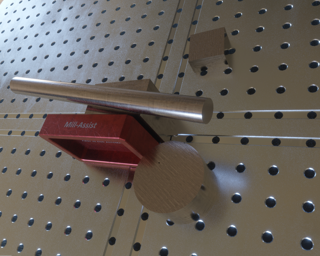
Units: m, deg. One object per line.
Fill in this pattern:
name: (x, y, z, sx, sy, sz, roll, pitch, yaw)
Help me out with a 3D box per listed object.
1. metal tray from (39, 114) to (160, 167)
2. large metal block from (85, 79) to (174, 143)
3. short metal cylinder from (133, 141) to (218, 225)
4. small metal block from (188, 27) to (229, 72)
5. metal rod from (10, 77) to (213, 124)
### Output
metal tray: (-0.073, 0.017, 0.392, 0.130, 0.090, 0.030, 1, 63, 28)
large metal block: (-0.036, -0.017, 0.401, 0.080, 0.080, 0.050, -1, 61, 27)
short metal cylinder: (0.018, 0.061, 0.344, 0.080, 0.050, 0.080, -13, 57, 20)
small metal block: (0.070, -0.111, 0.439, 0.050, 0.025, 0.050, -7, 59, 24)
metal rod: (-0.081, -0.039, 0.369, 0.300, 0.025, 0.025, 10, 67, 32)
